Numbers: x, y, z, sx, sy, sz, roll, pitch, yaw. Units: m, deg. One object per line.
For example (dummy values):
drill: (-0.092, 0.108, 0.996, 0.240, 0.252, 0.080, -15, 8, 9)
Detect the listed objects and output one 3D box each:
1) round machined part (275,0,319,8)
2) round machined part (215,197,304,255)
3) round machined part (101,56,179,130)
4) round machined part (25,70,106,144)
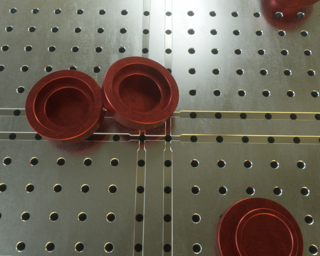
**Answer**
round machined part: (0.215, -0.231, 0.490, 0.099, 0.042, 0.098, 0, 70, -1)
round machined part: (0.117, 0.129, 0.357, 0.099, 0.042, 0.098, 0, 70, -1)
round machined part: (-0.028, -0.042, 0.408, 0.099, 0.042, 0.098, 8, 64, -17)
round machined part: (-0.120, -0.025, 0.410, 0.099, 0.042, 0.098, 0, 70, 0)
